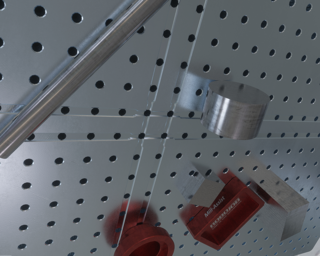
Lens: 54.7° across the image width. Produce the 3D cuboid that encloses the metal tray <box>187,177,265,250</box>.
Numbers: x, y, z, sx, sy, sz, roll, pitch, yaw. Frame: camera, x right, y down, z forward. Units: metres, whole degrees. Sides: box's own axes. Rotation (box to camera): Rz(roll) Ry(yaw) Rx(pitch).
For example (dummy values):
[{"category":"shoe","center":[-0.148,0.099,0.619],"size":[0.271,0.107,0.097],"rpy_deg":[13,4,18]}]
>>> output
[{"category":"metal tray","center":[0.123,0.161,0.574],"size":[0.130,0.030,0.090],"rpy_deg":[-47,129,4]}]

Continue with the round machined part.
[{"category":"round machined part","center":[-0.029,0.197,0.506],"size":[0.099,0.042,0.097],"rpy_deg":[-14,124,-21]}]

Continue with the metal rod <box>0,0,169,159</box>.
[{"category":"metal rod","center":[-0.065,-0.080,0.326],"size":[0.300,0.025,0.025],"rpy_deg":[-44,129,2]}]

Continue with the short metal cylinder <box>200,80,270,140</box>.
[{"category":"short metal cylinder","center":[0.099,-0.026,0.414],"size":[0.081,0.080,0.050],"rpy_deg":[-4,120,-27]}]

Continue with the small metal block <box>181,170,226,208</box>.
[{"category":"small metal block","center":[0.072,0.101,0.513],"size":[0.050,0.025,0.050],"rpy_deg":[21,107,-36]}]

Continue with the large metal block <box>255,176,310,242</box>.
[{"category":"large metal block","center":[0.229,0.154,0.596],"size":[0.050,0.080,0.079],"rpy_deg":[-16,125,-20]}]
